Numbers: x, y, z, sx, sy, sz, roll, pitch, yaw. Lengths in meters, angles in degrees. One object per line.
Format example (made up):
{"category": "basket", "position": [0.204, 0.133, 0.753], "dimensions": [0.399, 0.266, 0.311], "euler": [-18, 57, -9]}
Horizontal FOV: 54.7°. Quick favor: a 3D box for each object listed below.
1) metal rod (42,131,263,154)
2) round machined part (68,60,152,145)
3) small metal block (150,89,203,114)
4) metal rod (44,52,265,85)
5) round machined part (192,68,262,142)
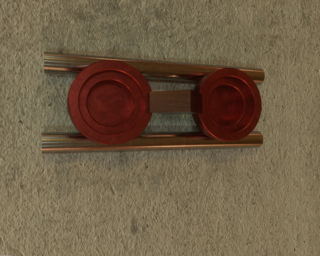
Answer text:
{"category": "metal rod", "position": [0.005, 0.017, 0.412], "dimensions": [0.302, 0.025, 0.025], "euler": [0, 90, -20]}
{"category": "round machined part", "position": [-0.061, -0.029, 0.374], "dimensions": [0.099, 0.042, 0.097], "euler": [0, 90, -20]}
{"category": "small metal block", "position": [0.021, -0.030, 0.377], "dimensions": [0.050, 0.050, 0.025], "euler": [0, 90, 23]}
{"category": "metal rod", "position": [0.007, -0.076, 0.412], "dimensions": [0.302, 0.025, 0.025], "euler": [0, 90, -20]}
{"category": "round machined part", "position": [0.087, -0.031, 0.428], "dimensions": [0.099, 0.042, 0.097], "euler": [0, 90, -20]}
